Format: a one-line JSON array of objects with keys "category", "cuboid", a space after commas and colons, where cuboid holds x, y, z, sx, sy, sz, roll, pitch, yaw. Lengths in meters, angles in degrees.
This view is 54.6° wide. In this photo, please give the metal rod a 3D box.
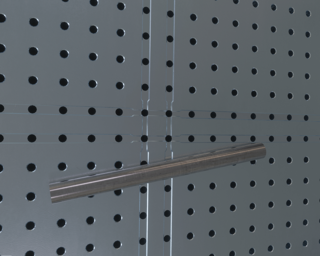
[{"category": "metal rod", "cuboid": [0.012, 0.055, 0.416, 0.302, 0.025, 0.025, -9, 93, -20]}]
